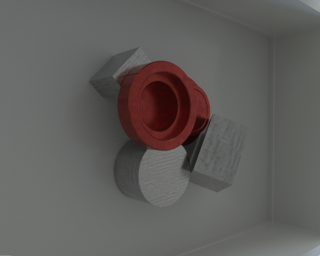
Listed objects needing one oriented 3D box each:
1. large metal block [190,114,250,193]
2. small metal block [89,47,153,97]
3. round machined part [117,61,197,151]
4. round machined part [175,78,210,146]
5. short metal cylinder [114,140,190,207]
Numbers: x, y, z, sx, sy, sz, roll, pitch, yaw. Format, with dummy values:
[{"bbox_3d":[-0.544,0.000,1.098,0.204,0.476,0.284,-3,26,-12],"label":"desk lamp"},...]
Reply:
[{"bbox_3d":[0.076,0.038,0.426,0.050,0.080,0.080,21,72,4],"label":"large metal block"},{"bbox_3d":[-0.044,-0.063,0.352,0.025,0.050,0.050,52,60,-28],"label":"small metal block"},{"bbox_3d":[-0.007,-0.024,0.351,0.099,0.042,0.097,0,90,-40],"label":"round machined part"},{"bbox_3d":[0.030,-0.024,0.418,0.099,0.042,0.097,0,90,-40],"label":"round machined part"},{"bbox_3d":[-0.009,0.052,0.383,0.081,0.050,0.079,0,90,-40],"label":"short metal cylinder"}]
